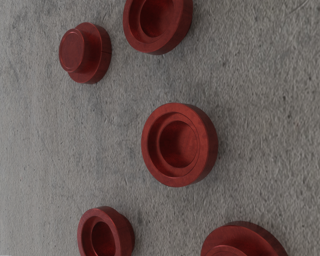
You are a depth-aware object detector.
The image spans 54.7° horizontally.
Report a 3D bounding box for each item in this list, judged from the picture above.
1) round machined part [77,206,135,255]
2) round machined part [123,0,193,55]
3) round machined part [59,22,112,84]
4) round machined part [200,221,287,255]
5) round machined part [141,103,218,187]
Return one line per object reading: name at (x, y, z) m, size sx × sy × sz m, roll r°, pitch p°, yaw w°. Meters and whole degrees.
round machined part at (-0.075, 0.164, 0.456) m, size 0.098 × 0.042 × 0.097 m, roll 0°, pitch 90°, yaw 40°
round machined part at (0.002, -0.141, 0.393) m, size 0.098 × 0.042 × 0.097 m, roll 0°, pitch 90°, yaw 40°
round machined part at (-0.126, -0.121, 0.498) m, size 0.098 × 0.042 × 0.097 m, roll 0°, pitch 90°, yaw 40°
round machined part at (0.083, 0.152, 0.325) m, size 0.098 × 0.042 × 0.097 m, roll 0°, pitch 90°, yaw 40°
round machined part at (0.027, 0.019, 0.372) m, size 0.098 × 0.042 × 0.097 m, roll 0°, pitch 90°, yaw 40°
